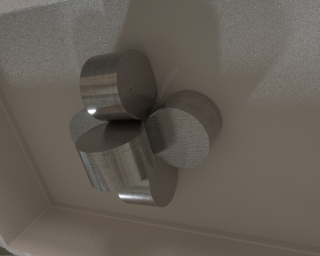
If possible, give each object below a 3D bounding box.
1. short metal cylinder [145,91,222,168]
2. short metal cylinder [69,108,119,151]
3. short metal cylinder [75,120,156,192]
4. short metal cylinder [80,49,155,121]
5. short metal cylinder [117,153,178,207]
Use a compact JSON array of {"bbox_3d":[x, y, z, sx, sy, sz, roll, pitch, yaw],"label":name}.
[{"bbox_3d":[0.029,0.001,0.375,0.080,0.050,0.079,13,124,21],"label":"short metal cylinder"},{"bbox_3d":[-0.078,0.002,0.432,0.080,0.050,0.079,13,124,21],"label":"short metal cylinder"},{"bbox_3d":[-0.050,0.028,0.358,0.080,0.080,0.050,-1,118,29],"label":"short metal cylinder"},{"bbox_3d":[-0.047,-0.049,0.365,0.050,0.080,0.080,-2,117,29],"label":"short metal cylinder"},{"bbox_3d":[-0.016,0.064,0.419,0.050,0.080,0.080,-2,117,29],"label":"short metal cylinder"}]
